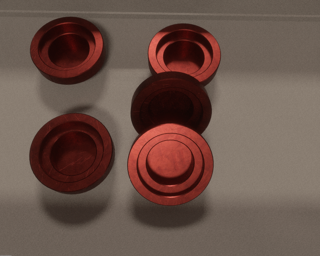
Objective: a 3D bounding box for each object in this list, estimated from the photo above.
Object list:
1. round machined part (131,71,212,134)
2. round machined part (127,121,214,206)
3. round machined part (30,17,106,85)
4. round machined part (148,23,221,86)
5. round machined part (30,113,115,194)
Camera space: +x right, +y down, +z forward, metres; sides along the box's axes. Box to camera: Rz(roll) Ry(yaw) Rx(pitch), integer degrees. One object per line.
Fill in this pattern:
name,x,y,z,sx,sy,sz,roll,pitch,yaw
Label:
round machined part,0.013,-0.027,0.392,0.099,0.097,0.042,-2,35,-1
round machined part,0.012,0.039,0.372,0.099,0.042,0.097,0,100,-1
round machined part,-0.126,-0.104,0.437,0.099,0.042,0.098,0,70,-1
round machined part,0.033,-0.094,0.435,0.099,0.042,0.098,0,70,-1
round machined part,-0.105,0.034,0.387,0.099,0.042,0.098,0,70,-1
